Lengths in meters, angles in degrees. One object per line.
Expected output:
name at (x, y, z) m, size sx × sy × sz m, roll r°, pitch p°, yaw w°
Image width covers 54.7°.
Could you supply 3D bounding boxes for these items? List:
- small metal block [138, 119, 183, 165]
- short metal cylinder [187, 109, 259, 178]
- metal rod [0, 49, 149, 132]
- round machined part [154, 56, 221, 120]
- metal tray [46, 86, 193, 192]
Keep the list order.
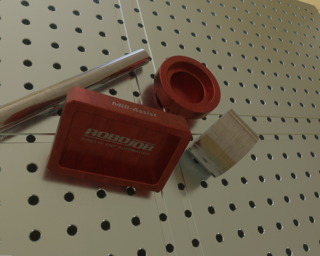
small metal block at (0.001, 0.019, 0.379) m, size 0.050 × 0.050 × 0.025 m, roll 8°, pitch 32°, yaw -25°
short metal cylinder at (0.082, 0.020, 0.407) m, size 0.050 × 0.080 × 0.080 m, roll 47°, pitch 51°, yaw 4°
metal rod at (-0.123, -0.039, 0.366) m, size 0.302 × 0.025 × 0.025 m, roll -34°, pitch 81°, yaw -38°
round machined part at (0.035, -0.054, 0.451) m, size 0.099 × 0.042 × 0.098 m, roll 14°, pitch 56°, yaw -21°
metal tray at (-0.043, 0.017, 0.331) m, size 0.131 × 0.089 × 0.030 m, roll 15°, pitch 29°, yaw -20°
